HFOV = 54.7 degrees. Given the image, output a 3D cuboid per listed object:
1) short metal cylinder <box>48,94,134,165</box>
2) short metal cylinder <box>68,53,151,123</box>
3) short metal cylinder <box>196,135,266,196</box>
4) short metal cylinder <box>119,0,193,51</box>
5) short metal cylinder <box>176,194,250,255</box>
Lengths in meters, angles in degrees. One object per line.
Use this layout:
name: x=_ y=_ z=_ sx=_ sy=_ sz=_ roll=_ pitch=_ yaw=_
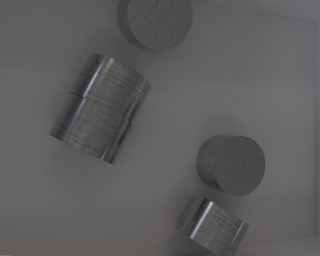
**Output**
short metal cylinder: x=-0.077 y=0.002 z=0.353 sx=0.080 sy=0.080 sz=0.050 roll=28 pitch=81 yaw=-18
short metal cylinder: x=-0.057 y=-0.043 z=0.360 sx=0.080 sy=0.080 sz=0.050 roll=29 pitch=81 yaw=-18
short metal cylinder: x=0.098 y=0.050 z=0.433 sx=0.081 sy=0.050 sz=0.080 roll=0 pitch=90 yaw=-20
short metal cylinder: x=-0.006 y=-0.138 z=0.385 sx=0.081 sy=0.050 sz=0.079 roll=-5 pitch=106 yaw=-18
short metal cylinder: x=0.069 y=0.130 z=0.407 sx=0.080 sy=0.080 sz=0.050 roll=36 pitch=79 yaw=-17
